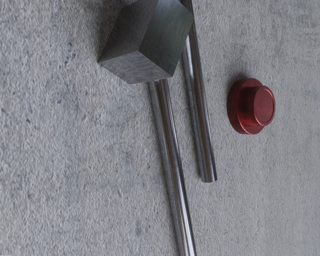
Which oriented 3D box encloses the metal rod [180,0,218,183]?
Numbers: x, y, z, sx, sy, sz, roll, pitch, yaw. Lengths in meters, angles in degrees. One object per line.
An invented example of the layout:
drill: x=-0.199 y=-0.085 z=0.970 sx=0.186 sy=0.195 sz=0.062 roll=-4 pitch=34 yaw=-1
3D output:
metal rod: x=0.051 y=-0.067 z=0.449 sx=0.025 sy=0.025 sz=0.298 roll=-16 pitch=100 yaw=-39

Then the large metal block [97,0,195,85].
large metal block: x=-0.017 y=-0.101 z=0.356 sx=0.050 sy=0.080 sz=0.080 roll=31 pitch=71 yaw=-36

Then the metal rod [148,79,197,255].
metal rod: x=0.023 y=0.082 z=0.426 sx=0.025 sy=0.025 sz=0.298 roll=-17 pitch=101 yaw=-39

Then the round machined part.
round machined part: x=0.163 y=-0.037 z=0.533 sx=0.099 sy=0.042 sz=0.097 roll=0 pitch=90 yaw=-40
